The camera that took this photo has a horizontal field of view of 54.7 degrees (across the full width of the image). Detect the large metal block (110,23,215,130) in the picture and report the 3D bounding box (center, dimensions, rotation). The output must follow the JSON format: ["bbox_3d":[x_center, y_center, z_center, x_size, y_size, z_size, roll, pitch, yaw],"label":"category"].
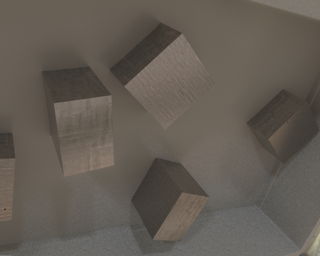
[{"bbox_3d":[0.004,-0.059,0.360,0.080,0.050,0.080,-43,130,1],"label":"large metal block"}]

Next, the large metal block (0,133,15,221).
[{"bbox_3d":[-0.197,0.052,0.318,0.081,0.050,0.079,1,118,-29],"label":"large metal block"}]

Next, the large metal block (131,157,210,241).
[{"bbox_3d":[0.012,0.102,0.444,0.050,0.080,0.080,18,109,-36],"label":"large metal block"}]

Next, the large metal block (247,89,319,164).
[{"bbox_3d":[0.201,-0.002,0.505,0.080,0.050,0.080,-44,130,2],"label":"large metal block"}]

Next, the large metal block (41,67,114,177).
[{"bbox_3d":[-0.085,-0.010,0.321,0.050,0.080,0.079,-11,123,-23],"label":"large metal block"}]
